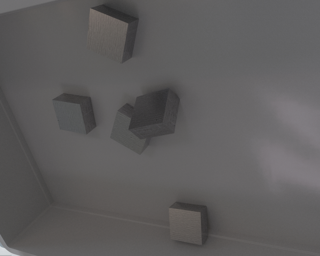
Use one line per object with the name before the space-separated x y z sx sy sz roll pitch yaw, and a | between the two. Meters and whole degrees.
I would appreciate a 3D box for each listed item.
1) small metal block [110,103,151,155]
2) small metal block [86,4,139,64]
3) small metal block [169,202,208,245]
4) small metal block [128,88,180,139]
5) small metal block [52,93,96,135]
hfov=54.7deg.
small metal block | -0.037 0.001 0.429 0.050 0.025 0.050 29 128 9
small metal block | -0.057 -0.112 0.370 0.050 0.025 0.050 25 128 12
small metal block | 0.042 0.142 0.464 0.050 0.025 0.050 1 99 27
small metal block | -0.007 -0.017 0.382 0.050 0.050 0.025 -11 143 33
small metal block | -0.127 -0.022 0.463 0.050 0.025 0.050 10 123 23
